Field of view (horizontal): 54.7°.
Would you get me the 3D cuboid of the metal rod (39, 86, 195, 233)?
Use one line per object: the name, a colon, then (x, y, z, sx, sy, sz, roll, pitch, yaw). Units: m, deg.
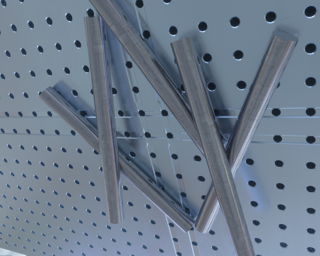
metal rod: (-0.063, 0.049, 0.472, 0.300, 0.025, 0.025, 43, 129, -3)

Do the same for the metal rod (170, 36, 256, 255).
metal rod: (0.069, 0.042, 0.369, 0.025, 0.025, 0.298, -11, 104, 32)

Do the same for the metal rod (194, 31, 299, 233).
metal rod: (0.092, 0.030, 0.380, 0.025, 0.025, 0.298, 23, 127, 14)

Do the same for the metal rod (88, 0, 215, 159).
metal rod: (-0.020, -0.085, 0.367, 0.025, 0.025, 0.299, -29, 103, 37)

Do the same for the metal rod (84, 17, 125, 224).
metal rod: (-0.073, 0.004, 0.427, 0.025, 0.025, 0.298, 8, 115, 23)
